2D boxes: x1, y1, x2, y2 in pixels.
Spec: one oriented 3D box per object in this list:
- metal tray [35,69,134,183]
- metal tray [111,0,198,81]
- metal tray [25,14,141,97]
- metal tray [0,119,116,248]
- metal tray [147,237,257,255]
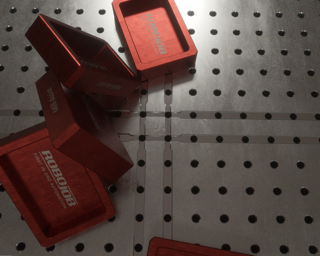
[{"bbox_3d":[-0.087,-0.006,0.348,0.030,0.090,0.130,-42,44,5],"label":"metal tray"},{"bbox_3d":[-0.010,-0.142,0.460,0.091,0.030,0.130,-18,71,-7],"label":"metal tray"},{"bbox_3d":[-0.089,-0.084,0.387,0.030,0.131,0.090,-45,74,18],"label":"metal tray"},{"bbox_3d":[-0.115,0.059,0.345,0.091,0.030,0.129,-24,112,-9],"label":"metal tray"},{"bbox_3d":[0.045,0.179,0.344,0.131,0.030,0.090,10,70,3],"label":"metal tray"}]
